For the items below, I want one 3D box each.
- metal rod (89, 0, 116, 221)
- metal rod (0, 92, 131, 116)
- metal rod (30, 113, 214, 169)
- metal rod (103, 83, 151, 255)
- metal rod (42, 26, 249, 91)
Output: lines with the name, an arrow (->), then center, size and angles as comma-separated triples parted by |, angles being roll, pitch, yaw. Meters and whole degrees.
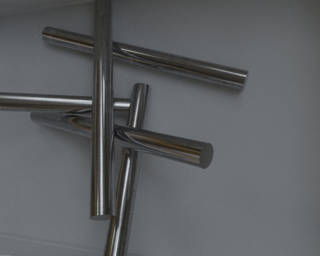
metal rod -> -0.068, -0.045, 0.369 | 0.025, 0.025, 0.299 | -16, 60, 19
metal rod -> -0.191, -0.034, 0.408 | 0.302, 0.025, 0.025 | 2, 91, -7
metal rod -> -0.072, 0.003, 0.383 | 0.300, 0.025, 0.025 | 11, 94, 38
metal rod -> -0.040, 0.078, 0.352 | 0.025, 0.025, 0.299 | -3, 61, 19
metal rod -> -0.033, -0.099, 0.421 | 0.301, 0.025, 0.025 | 17, 96, 18
